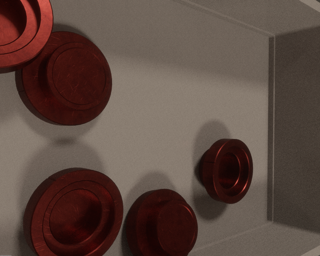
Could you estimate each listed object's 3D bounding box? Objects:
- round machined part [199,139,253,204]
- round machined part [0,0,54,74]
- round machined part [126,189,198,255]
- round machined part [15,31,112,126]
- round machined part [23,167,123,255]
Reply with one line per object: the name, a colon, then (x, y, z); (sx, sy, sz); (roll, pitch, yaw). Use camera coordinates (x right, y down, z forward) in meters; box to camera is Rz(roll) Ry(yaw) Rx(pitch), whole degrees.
round machined part: (0.099, 0.065, 0.481); (0.099, 0.042, 0.097); (0, 90, -40)
round machined part: (-0.147, -0.094, 0.265); (0.099, 0.042, 0.097); (4, 82, -30)
round machined part: (0.010, 0.126, 0.392); (0.099, 0.042, 0.098); (15, 67, -37)
round machined part: (-0.091, -0.051, 0.320); (0.099, 0.042, 0.097); (0, 90, -40)
round machined part: (-0.091, 0.090, 0.321); (0.099, 0.042, 0.097); (0, 90, -40)
